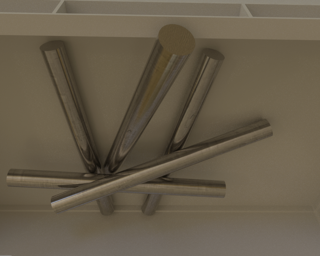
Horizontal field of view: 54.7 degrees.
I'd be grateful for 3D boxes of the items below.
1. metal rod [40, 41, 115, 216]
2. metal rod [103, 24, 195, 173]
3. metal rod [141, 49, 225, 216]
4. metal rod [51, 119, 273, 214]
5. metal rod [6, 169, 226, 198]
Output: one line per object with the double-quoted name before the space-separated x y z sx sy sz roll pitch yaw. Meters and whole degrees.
"metal rod" -0.103 0.025 0.428 0.025 0.025 0.298 -4 130 3
"metal rod" -0.031 0.001 0.330 0.025 0.025 0.299 13 154 -12
"metal rod" 0.020 0.029 0.433 0.025 0.025 0.298 12 129 -10
"metal rod" 0.002 0.051 0.412 0.301 0.025 0.025 -20 128 1
"metal rod" -0.057 0.079 0.441 0.302 0.025 0.025 4 130 -4
